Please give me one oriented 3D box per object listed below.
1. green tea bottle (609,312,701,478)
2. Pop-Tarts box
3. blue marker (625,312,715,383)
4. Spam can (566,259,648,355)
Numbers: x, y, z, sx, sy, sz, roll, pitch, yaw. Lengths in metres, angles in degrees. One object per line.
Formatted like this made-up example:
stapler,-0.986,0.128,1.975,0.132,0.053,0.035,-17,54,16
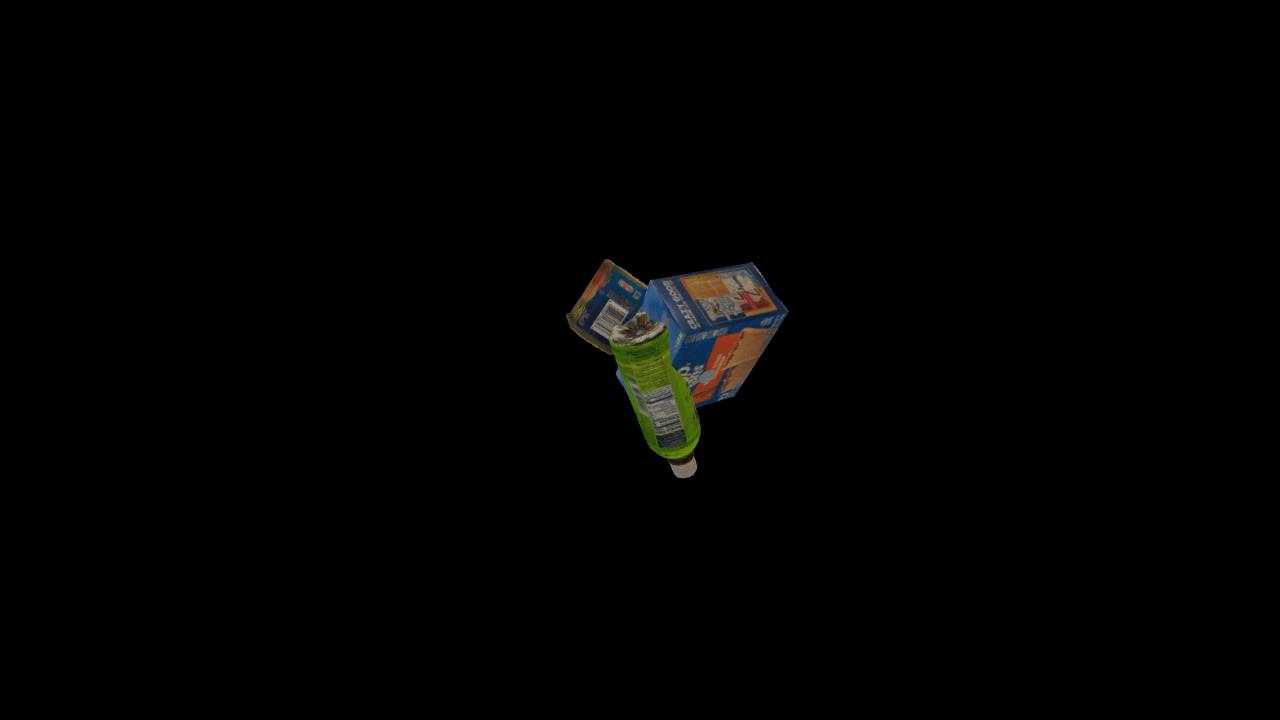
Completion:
green tea bottle,0.026,0.050,0.698,0.073,0.212,0.073,-12,31,7
Pop-Tarts box,0.066,-0.018,0.716,0.141,0.083,0.167,-13,-33,-28
blue marker,0.051,-0.029,0.712,0.020,0.121,0.020,-23,-20,-9
Spam can,-0.036,-0.063,0.699,0.058,0.085,0.101,32,7,-18
